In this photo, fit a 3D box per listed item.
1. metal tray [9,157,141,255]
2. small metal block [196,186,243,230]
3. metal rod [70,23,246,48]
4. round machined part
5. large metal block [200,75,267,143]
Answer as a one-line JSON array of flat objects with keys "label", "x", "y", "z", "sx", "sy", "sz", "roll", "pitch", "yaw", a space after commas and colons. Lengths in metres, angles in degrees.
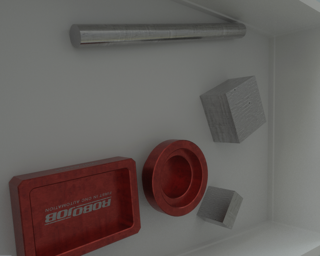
[{"label": "metal tray", "x": -0.084, "y": 0.086, "z": 0.333, "sx": 0.131, "sy": 0.030, "sz": 0.089, "roll": -8, "pitch": 95, "yaw": -40}, {"label": "small metal block", "x": 0.091, "y": 0.119, "z": 0.469, "sx": 0.025, "sy": 0.050, "sz": 0.050, "roll": 42, "pitch": 64, "yaw": -33}, {"label": "metal rod", "x": 0.022, "y": -0.131, "z": 0.426, "sx": 0.302, "sy": 0.025, "sz": 0.025, "roll": -16, "pitch": 101, "yaw": -39}, {"label": "round machined part", "x": 0.015, "y": 0.064, "z": 0.411, "sx": 0.099, "sy": 0.042, "sz": 0.097, "roll": 0, "pitch": 90, "yaw": -40}, {"label": "large metal block", "x": 0.118, "y": -0.030, "z": 0.492, "sx": 0.081, "sy": 0.050, "sz": 0.080, "roll": -31, "pitch": 110, "yaw": -36}]
